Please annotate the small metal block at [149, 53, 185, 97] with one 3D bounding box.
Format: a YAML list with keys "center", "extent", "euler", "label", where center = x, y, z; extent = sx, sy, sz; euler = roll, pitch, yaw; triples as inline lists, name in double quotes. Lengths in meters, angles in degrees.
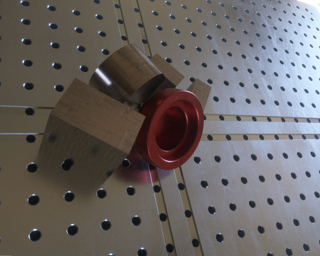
- center: [-0.002, -0.067, 0.433]
  extent: [0.050, 0.050, 0.025]
  euler: [41, 51, -1]
  label: "small metal block"

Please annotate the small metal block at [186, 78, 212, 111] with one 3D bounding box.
- center: [0.044, -0.034, 0.438]
  extent: [0.025, 0.050, 0.050]
  euler: [31, 52, -9]
  label: "small metal block"

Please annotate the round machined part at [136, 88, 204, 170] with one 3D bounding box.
- center: [0.007, -0.001, 0.381]
  extent: [0.099, 0.042, 0.097]
  euler: [-18, 116, -41]
  label: "round machined part"

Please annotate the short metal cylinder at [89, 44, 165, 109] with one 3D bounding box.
- center: [-0.041, -0.058, 0.387]
  extent: [0.050, 0.080, 0.080]
  euler: [48, 51, 5]
  label: "short metal cylinder"

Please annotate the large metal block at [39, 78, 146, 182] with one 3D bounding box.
- center: [-0.074, 0.006, 0.331]
  extent: [0.080, 0.080, 0.050]
  euler: [29, 52, -10]
  label: "large metal block"
